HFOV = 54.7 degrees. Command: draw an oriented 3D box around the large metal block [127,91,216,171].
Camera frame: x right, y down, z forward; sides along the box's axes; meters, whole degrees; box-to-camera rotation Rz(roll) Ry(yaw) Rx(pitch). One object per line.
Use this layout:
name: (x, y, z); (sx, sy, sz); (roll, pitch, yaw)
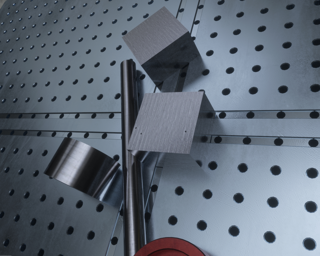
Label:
large metal block: (0.016, 0.003, 0.382); (0.080, 0.050, 0.080); (2, 62, 29)

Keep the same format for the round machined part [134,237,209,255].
round machined part: (0.014, 0.158, 0.293); (0.098, 0.042, 0.098); (-13, 56, 21)

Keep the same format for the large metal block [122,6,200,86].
large metal block: (0.000, -0.124, 0.468); (0.080, 0.050, 0.080); (-35, 51, 5)

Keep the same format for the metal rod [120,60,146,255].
metal rod: (-0.038, 0.024, 0.413); (0.025, 0.025, 0.299); (-18, 55, 18)

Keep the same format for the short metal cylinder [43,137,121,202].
short metal cylinder: (-0.097, 0.053, 0.391); (0.080, 0.080, 0.050); (14, 69, 34)
